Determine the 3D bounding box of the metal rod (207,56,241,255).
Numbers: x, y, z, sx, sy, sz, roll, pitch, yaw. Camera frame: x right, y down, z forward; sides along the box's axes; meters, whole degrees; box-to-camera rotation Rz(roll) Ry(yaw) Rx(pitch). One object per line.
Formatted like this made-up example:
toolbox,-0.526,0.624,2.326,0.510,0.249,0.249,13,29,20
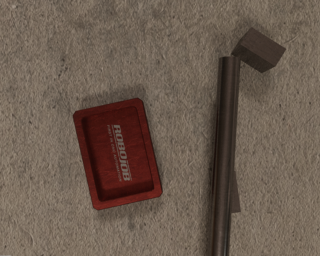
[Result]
metal rod,0.072,0.068,0.361,0.025,0.025,0.298,3,90,-1

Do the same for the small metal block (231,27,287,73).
small metal block,0.125,-0.098,0.399,0.050,0.050,0.025,32,90,-1

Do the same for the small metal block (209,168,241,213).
small metal block,0.082,0.078,0.399,0.025,0.050,0.050,-8,90,0

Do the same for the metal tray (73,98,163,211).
metal tray,-0.054,0.033,0.406,0.091,0.030,0.129,-12,90,-1
